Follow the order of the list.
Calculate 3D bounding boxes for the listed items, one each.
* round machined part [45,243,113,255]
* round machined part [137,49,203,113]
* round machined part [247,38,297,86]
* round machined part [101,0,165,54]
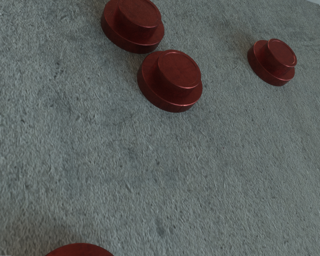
[{"bbox_3d":[-0.070,0.149,0.264,0.099,0.042,0.098,14,56,-21],"label":"round machined part"},{"bbox_3d":[0.020,-0.074,0.449,0.099,0.042,0.098,14,56,-21],"label":"round machined part"},{"bbox_3d":[0.220,-0.131,0.591,0.099,0.042,0.098,14,56,-21],"label":"round machined part"},{"bbox_3d":[-0.037,-0.165,0.474,0.099,0.042,0.098,14,56,-21],"label":"round machined part"}]
